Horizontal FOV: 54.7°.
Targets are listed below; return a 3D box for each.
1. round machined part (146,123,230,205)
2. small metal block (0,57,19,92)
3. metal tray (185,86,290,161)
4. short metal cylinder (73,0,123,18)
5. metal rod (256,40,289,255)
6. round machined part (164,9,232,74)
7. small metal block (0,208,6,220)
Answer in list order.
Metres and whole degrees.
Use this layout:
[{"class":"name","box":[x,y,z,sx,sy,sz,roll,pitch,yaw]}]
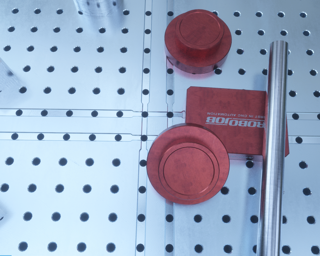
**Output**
[{"class":"round machined part","box":[0.033,0.045,0.364,0.099,0.042,0.097,0,99,2]},{"class":"small metal block","box":[-0.232,-0.072,0.423,0.050,0.050,0.025,-37,74,-12]},{"class":"metal tray","box":[0.098,-0.005,0.412,0.131,0.030,0.090,4,70,1]},{"class":"short metal cylinder","box":[-0.100,-0.220,0.478,0.081,0.050,0.080,0,70,0]},{"class":"metal rod","box":[0.136,0.028,0.369,0.025,0.025,0.299,9,71,3]},{"class":"round machined part","box":[0.056,-0.132,0.451,0.099,0.042,0.098,0,70,0]},{"class":"small metal block","box":[-0.227,0.105,0.372,0.050,0.025,0.050,40,75,13]}]
